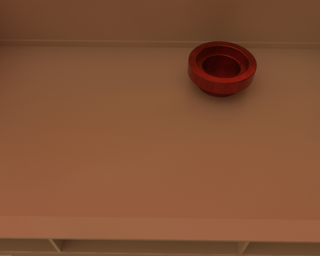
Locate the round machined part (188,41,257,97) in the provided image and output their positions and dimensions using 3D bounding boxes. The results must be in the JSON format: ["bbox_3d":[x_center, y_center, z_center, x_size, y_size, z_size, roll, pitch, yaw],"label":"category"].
[{"bbox_3d":[0.091,-0.084,0.466,0.099,0.042,0.098,0,50,0],"label":"round machined part"}]
